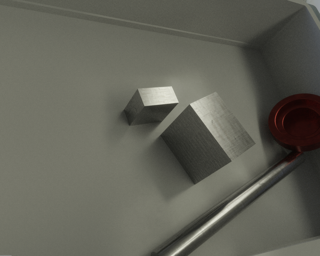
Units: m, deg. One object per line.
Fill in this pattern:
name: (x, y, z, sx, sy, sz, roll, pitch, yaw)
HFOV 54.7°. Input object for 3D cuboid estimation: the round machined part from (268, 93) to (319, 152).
round machined part: (0.230, -0.005, 0.502, 0.042, 0.098, 0.098, 50, 36, -48)

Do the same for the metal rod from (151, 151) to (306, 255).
metal rod: (0.111, 0.093, 0.410, 0.302, 0.025, 0.025, -23, 74, -36)

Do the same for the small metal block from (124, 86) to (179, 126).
small metal block: (-0.012, -0.028, 0.402, 0.050, 0.050, 0.025, -9, 66, -32)

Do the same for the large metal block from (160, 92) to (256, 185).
large metal block: (0.058, 0.014, 0.395, 0.050, 0.080, 0.080, -27, 77, -37)
